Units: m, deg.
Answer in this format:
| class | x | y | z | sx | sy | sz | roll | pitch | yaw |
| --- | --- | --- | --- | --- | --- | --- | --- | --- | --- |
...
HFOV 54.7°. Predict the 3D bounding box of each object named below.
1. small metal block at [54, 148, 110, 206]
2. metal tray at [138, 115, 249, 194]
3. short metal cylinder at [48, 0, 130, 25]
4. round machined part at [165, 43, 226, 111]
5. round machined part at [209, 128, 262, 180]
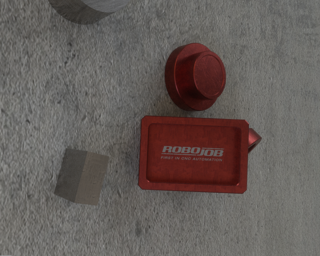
| class | x | y | z | sx | sy | sz | roll | pitch | yaw |
| --- | --- | --- | --- | --- | --- | --- | --- | --- | --- |
| small metal block | -0.082 | 0.049 | 0.321 | 0.025 | 0.050 | 0.050 | 21 | 77 | -39 |
| metal tray | 0.041 | 0.032 | 0.387 | 0.131 | 0.030 | 0.089 | 2 | 88 | 0 |
| short metal cylinder | -0.075 | -0.156 | 0.326 | 0.081 | 0.050 | 0.079 | 0 | 90 | -40 |
| round machined part | 0.057 | -0.073 | 0.444 | 0.099 | 0.042 | 0.097 | 0 | 90 | -40 |
| round machined part | 0.098 | 0.033 | 0.455 | 0.099 | 0.097 | 0.042 | -27 | 67 | -37 |
